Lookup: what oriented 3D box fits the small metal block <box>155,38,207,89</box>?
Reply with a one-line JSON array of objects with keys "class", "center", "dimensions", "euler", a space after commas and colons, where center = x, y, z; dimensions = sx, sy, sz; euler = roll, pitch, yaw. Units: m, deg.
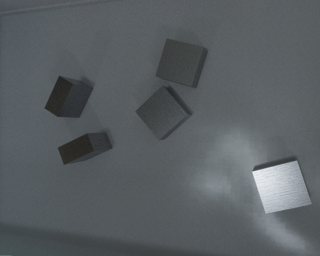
[{"class": "small metal block", "center": [0.028, -0.083, 0.400], "dimensions": [0.050, 0.025, 0.050], "euler": [19, 96, 18]}]

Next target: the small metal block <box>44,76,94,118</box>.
[{"class": "small metal block", "center": [-0.128, -0.043, 0.441], "dimensions": [0.025, 0.050, 0.050], "euler": [31, 100, 17]}]

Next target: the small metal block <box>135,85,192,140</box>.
[{"class": "small metal block", "center": [0.005, -0.019, 0.408], "dimensions": [0.050, 0.025, 0.050], "euler": [-43, 77, 14]}]

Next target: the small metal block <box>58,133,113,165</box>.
[{"class": "small metal block", "center": [-0.103, 0.028, 0.432], "dimensions": [0.050, 0.050, 0.025], "euler": [-25, 82, 18]}]

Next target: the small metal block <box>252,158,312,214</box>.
[{"class": "small metal block", "center": [0.141, 0.067, 0.361], "dimensions": [0.050, 0.025, 0.050], "euler": [-18, 84, 18]}]
